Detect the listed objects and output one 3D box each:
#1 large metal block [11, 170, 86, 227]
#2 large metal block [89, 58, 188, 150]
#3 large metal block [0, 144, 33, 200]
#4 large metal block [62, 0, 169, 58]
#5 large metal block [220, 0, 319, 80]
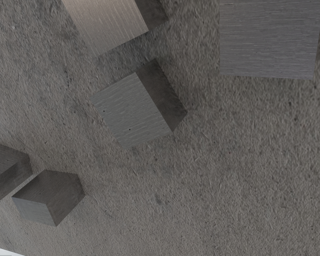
[{"bbox_3d":[-0.195,0.121,0.549,0.080,0.080,0.050,3,120,27],"label":"large metal block"},{"bbox_3d":[-0.026,-0.028,0.387,0.080,0.050,0.080,-21,107,36],"label":"large metal block"},{"bbox_3d":[-0.303,0.079,0.580,0.080,0.080,0.050,16,125,19],"label":"large metal block"},{"bbox_3d":[-0.050,-0.133,0.335,0.080,0.050,0.080,-15,111,34],"label":"large metal block"},{"bbox_3d":[0.100,-0.092,0.280,0.080,0.050,0.079,8,122,24],"label":"large metal block"}]
